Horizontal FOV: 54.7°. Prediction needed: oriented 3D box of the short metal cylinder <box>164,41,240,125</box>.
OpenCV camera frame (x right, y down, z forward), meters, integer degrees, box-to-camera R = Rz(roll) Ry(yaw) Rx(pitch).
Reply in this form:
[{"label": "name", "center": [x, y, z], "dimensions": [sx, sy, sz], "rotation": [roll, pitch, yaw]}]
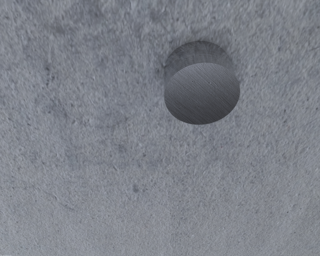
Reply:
[{"label": "short metal cylinder", "center": [0.045, -0.050, 0.349], "dimensions": [0.081, 0.050, 0.079], "rotation": [0, 130, 0]}]
